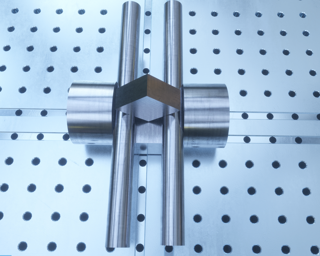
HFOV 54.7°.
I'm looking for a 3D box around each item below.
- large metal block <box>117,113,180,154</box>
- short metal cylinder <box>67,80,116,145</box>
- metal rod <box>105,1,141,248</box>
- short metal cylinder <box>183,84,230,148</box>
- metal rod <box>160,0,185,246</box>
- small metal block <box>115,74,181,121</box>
[{"bbox_3d":[-0.013,-0.012,0.398,0.081,0.050,0.080,1,70,0],"label":"large metal block"},{"bbox_3d":[-0.079,-0.019,0.385,0.050,0.080,0.080,1,70,0],"label":"short metal cylinder"},{"bbox_3d":[-0.040,-0.020,0.362,0.025,0.025,0.299,1,70,0],"label":"metal rod"},{"bbox_3d":[0.053,-0.015,0.384,0.050,0.080,0.080,0,70,1],"label":"short metal cylinder"},{"bbox_3d":[0.015,-0.022,0.363,0.025,0.025,0.299,1,70,0],"label":"metal rod"},{"bbox_3d":[-0.013,-0.031,0.339,0.050,0.050,0.025,-17,64,41],"label":"small metal block"}]
